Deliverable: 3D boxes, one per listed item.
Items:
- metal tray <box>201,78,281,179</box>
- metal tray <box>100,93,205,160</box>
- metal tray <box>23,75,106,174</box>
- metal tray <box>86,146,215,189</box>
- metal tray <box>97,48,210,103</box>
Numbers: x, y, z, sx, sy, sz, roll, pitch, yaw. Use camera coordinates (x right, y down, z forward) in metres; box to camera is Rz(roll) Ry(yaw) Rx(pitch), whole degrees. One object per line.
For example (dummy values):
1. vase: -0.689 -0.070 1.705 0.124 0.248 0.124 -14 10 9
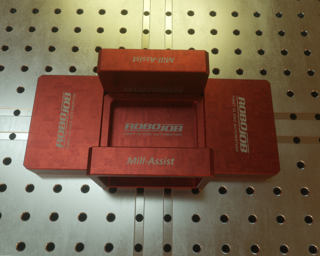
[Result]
1. metal tray: 0.102 -0.001 0.409 0.091 0.030 0.130 1 70 -1
2. metal tray: -0.009 0.001 0.406 0.131 0.030 0.090 1 70 0
3. metal tray: -0.120 -0.006 0.409 0.091 0.030 0.130 1 70 0
4. metal tray: -0.010 0.049 0.358 0.131 0.090 0.030 1 70 0
5. metal tray: -0.008 -0.064 0.400 0.131 0.090 0.030 1 70 0
